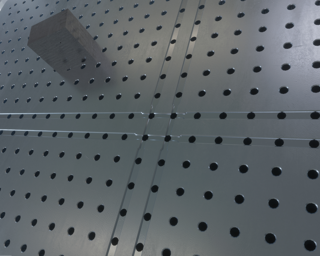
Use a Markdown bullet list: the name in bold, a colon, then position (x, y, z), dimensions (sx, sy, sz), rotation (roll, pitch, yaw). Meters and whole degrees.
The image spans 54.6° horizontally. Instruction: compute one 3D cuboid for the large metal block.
- **large metal block**: position (-0.176, -0.155, 0.562), dimensions (0.080, 0.080, 0.050), rotation (-18, 55, 18)
